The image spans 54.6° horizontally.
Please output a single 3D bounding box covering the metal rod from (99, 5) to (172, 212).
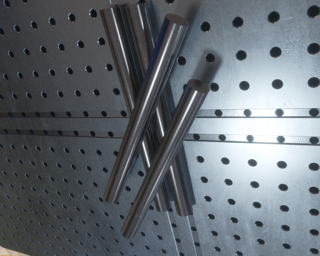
[{"bbox_3d":[-0.026,-0.008,0.421,0.025,0.025,0.298,1,119,28],"label":"metal rod"}]

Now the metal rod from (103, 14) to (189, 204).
[{"bbox_3d":[-0.030,0.001,0.397,0.025,0.025,0.298,30,128,9],"label":"metal rod"}]

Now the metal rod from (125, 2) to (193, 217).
[{"bbox_3d":[0.005,-0.005,0.406,0.025,0.025,0.298,1,119,28],"label":"metal rod"}]

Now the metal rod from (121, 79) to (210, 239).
[{"bbox_3d":[-0.005,0.063,0.421,0.025,0.025,0.298,30,128,9],"label":"metal rod"}]
